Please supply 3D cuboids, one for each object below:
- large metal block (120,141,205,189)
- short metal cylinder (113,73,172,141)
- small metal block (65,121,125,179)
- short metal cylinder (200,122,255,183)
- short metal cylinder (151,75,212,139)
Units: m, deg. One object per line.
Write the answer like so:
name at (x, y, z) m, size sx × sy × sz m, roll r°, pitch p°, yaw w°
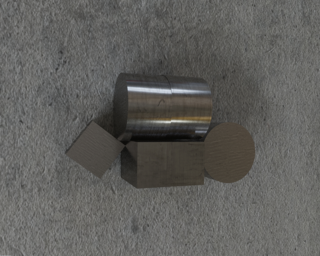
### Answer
large metal block at (0.000, 0.040, 0.382) m, size 0.081 × 0.080 × 0.050 m, roll 1°, pitch 90°, yaw -20°
short metal cylinder at (-0.023, -0.025, 0.373) m, size 0.050 × 0.080 × 0.079 m, roll 1°, pitch 90°, yaw -20°
small metal block at (-0.080, 0.026, 0.381) m, size 0.050 × 0.025 × 0.050 m, roll 40°, pitch 77°, yaw -16°
short metal cylinder at (0.082, 0.032, 0.427) m, size 0.081 × 0.050 × 0.079 m, roll 0°, pitch 90°, yaw -20°
short metal cylinder at (0.024, -0.025, 0.390) m, size 0.050 × 0.080 × 0.079 m, roll 1°, pitch 90°, yaw -20°
